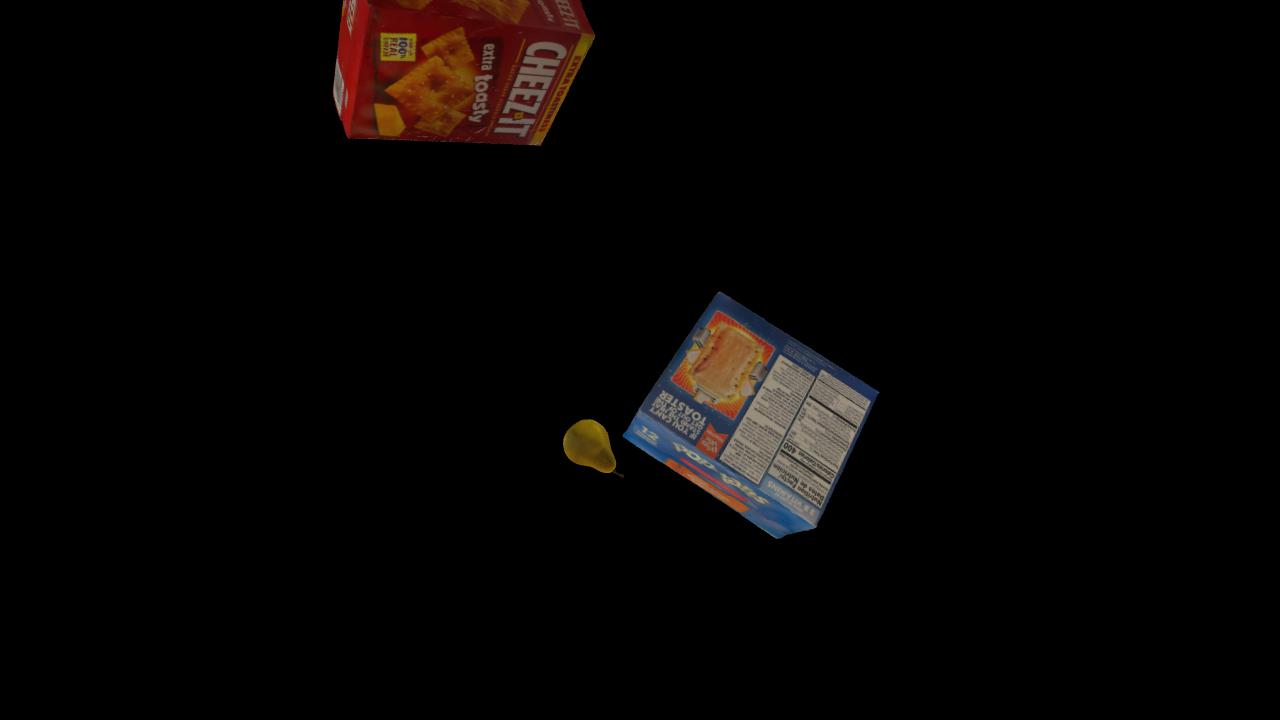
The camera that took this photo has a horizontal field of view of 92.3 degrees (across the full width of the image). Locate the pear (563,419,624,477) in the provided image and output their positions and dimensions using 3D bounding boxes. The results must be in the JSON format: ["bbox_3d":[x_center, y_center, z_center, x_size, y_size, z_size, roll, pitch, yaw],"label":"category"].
[{"bbox_3d":[-0.072,0.151,0.988,0.080,0.111,0.080,-35,-20,-15],"label":"pear"}]

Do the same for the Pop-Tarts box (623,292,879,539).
[{"bbox_3d":[0.095,0.049,0.543,0.167,0.141,0.083,33,-26,5],"label":"Pop-Tarts box"}]

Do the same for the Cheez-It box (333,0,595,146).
[{"bbox_3d":[-0.179,-0.298,0.622,0.223,0.071,0.166,-13,-16,-35],"label":"Cheez-It box"}]
